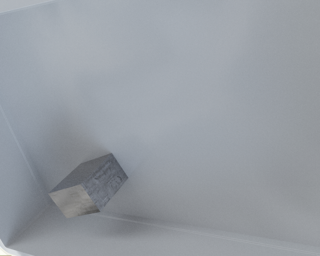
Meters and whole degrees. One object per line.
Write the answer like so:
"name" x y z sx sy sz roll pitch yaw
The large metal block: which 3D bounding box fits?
"large metal block" -0.111 0.090 0.485 0.080 0.080 0.050 -20 108 35
